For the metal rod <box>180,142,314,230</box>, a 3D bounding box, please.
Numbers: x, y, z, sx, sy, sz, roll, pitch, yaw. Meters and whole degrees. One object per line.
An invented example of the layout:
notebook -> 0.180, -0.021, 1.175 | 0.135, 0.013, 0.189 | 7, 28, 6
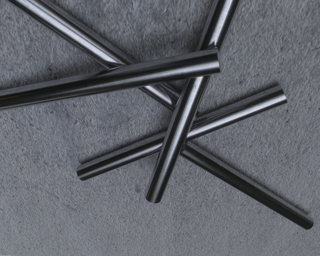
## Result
metal rod -> 0.146, 0.097, 0.491 | 0.301, 0.025, 0.025 | 32, 123, -24

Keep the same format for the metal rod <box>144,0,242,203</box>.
metal rod -> 0.033, -0.029, 0.352 | 0.025, 0.025, 0.298 | 13, 120, -11

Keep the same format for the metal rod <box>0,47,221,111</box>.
metal rod -> -0.086, -0.046, 0.340 | 0.301, 0.025, 0.025 | -8, 130, 16

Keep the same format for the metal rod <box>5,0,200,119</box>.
metal rod -> -0.074, -0.090, 0.329 | 0.301, 0.025, 0.025 | 32, 123, -25

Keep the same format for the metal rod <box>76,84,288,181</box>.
metal rod -> 0.016, 0.013, 0.418 | 0.300, 0.025, 0.025 | -22, 127, 17
